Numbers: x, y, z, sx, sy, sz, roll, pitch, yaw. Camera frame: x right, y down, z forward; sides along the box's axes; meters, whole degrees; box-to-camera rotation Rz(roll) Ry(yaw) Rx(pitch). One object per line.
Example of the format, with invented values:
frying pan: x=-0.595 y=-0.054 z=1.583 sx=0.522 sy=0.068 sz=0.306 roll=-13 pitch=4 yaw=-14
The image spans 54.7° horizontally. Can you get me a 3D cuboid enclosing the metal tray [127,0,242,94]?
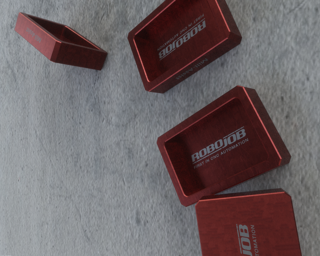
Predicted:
metal tray: x=0.024 y=-0.111 z=0.380 sx=0.130 sy=0.030 sz=0.090 roll=-29 pitch=72 yaw=35

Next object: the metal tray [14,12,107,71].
metal tray: x=-0.156 y=-0.136 z=0.488 sx=0.130 sy=0.091 sz=0.030 roll=38 pitch=113 yaw=33

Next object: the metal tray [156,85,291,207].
metal tray: x=0.064 y=0.024 z=0.347 sx=0.130 sy=0.030 sz=0.090 roll=-34 pitch=69 yaw=34

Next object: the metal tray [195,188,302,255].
metal tray: x=0.090 y=0.130 z=0.304 sx=0.090 sy=0.030 sz=0.129 roll=-9 pitch=84 yaw=14
